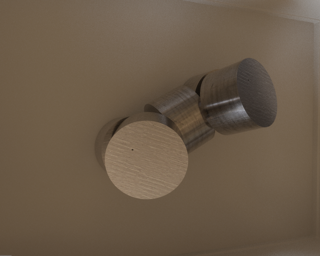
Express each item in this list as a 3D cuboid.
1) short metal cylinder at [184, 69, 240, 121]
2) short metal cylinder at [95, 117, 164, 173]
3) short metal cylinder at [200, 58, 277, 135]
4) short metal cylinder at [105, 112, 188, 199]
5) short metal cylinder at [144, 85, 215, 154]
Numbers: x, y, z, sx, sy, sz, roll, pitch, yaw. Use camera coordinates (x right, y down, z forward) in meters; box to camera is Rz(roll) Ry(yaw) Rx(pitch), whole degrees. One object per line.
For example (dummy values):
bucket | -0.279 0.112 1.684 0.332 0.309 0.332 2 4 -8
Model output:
short metal cylinder | 0.072 -0.037 0.423 0.081 0.050 0.079 0 90 -21
short metal cylinder | -0.036 0.026 0.383 0.081 0.050 0.079 0 90 -21
short metal cylinder | 0.093 -0.035 0.362 0.081 0.050 0.080 13 70 -39
short metal cylinder | -0.013 0.027 0.323 0.081 0.050 0.079 0 102 0
short metal cylinder | 0.023 -0.007 0.389 0.050 0.080 0.080 -31 101 -17
